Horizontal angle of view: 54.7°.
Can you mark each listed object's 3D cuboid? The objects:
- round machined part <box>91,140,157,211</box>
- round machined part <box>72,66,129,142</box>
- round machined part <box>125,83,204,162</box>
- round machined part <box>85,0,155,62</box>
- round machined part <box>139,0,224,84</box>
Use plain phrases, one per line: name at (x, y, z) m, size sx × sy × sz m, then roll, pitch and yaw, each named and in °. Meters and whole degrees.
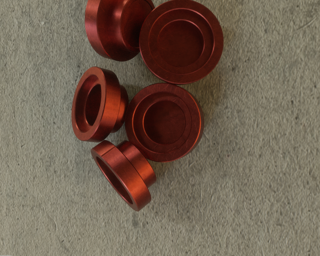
round machined part at (-0.042, 0.054, 0.395) m, size 0.042 × 0.098 × 0.098 m, roll -37°, pitch 76°, yaw -20°
round machined part at (-0.077, -0.029, 0.412) m, size 0.098 × 0.042 × 0.098 m, roll -15°, pitch 71°, yaw 49°
round machined part at (0.009, -0.007, 0.397) m, size 0.098 × 0.042 × 0.097 m, roll 0°, pitch 90°, yaw 20°
round machined part at (-0.040, -0.130, 0.381) m, size 0.042 × 0.099 × 0.097 m, roll 20°, pitch 97°, yaw 31°
round machined part at (0.025, -0.102, 0.380) m, size 0.099 × 0.042 × 0.097 m, roll 0°, pitch 94°, yaw -1°
